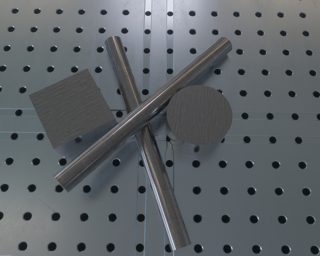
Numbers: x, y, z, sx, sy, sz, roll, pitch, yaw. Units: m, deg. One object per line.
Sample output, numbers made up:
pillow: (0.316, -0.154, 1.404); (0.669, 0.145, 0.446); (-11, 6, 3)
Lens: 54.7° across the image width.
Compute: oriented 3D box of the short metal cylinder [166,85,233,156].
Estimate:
short metal cylinder: (0.048, -0.009, 0.402); (0.081, 0.050, 0.080); (0, 70, 0)

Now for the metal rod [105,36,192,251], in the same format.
metal rod: (-0.022, 0.006, 0.409); (0.025, 0.025, 0.299); (-17, 71, -6)

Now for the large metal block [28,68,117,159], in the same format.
large metal block: (-0.109, -0.018, 0.404); (0.080, 0.050, 0.080); (-28, 73, -10)

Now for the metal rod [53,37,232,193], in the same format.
metal rod: (-0.006, -0.031, 0.399); (0.025, 0.025, 0.301); (42, 66, 13)
